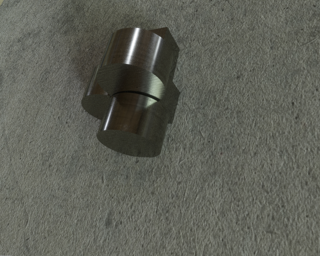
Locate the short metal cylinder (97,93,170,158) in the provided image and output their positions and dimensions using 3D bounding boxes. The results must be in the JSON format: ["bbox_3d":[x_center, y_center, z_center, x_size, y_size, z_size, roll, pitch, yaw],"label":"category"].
[{"bbox_3d":[-0.033,-0.001,0.389,0.080,0.080,0.050,0,62,28],"label":"short metal cylinder"}]

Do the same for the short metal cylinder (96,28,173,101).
[{"bbox_3d":[-0.029,-0.070,0.364,0.080,0.080,0.050,-2,61,27],"label":"short metal cylinder"}]

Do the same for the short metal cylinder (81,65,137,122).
[{"bbox_3d":[-0.062,-0.045,0.431,0.080,0.080,0.050,-2,61,27],"label":"short metal cylinder"}]

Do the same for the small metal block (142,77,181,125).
[{"bbox_3d":[0.002,-0.038,0.414,0.025,0.050,0.050,1,62,29],"label":"small metal block"}]

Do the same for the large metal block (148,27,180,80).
[{"bbox_3d":[-0.023,-0.096,0.461,0.080,0.050,0.080,-2,61,27],"label":"large metal block"}]
